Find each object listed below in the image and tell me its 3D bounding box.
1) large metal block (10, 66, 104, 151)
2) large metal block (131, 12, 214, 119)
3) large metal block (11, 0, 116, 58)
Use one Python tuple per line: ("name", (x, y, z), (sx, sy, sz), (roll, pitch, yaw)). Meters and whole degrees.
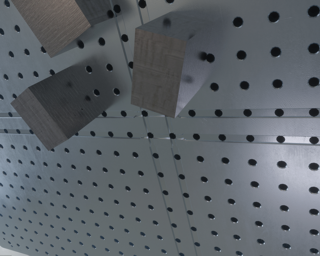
("large metal block", (-0.141, -0.028, 0.433), (0.050, 0.080, 0.080), (-26, 104, 37))
("large metal block", (0.013, -0.069, 0.327), (0.050, 0.080, 0.079), (19, 126, 17))
("large metal block", (-0.115, -0.143, 0.368), (0.080, 0.050, 0.080), (-22, 107, 36))
